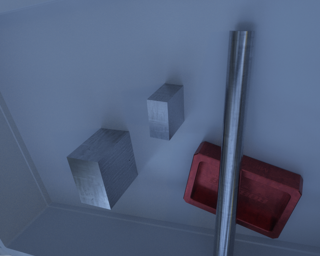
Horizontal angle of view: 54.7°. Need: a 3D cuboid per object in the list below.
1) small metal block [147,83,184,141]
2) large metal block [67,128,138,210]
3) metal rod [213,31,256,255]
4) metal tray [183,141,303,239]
[{"bbox_3d":[0.008,-0.020,0.374,0.025,0.050,0.050,10,123,23],"label":"small metal block"},{"bbox_3d":[-0.079,0.056,0.447,0.050,0.080,0.079,6,121,25],"label":"large metal block"},{"bbox_3d":[0.081,0.045,0.354,0.025,0.025,0.298,9,110,23],"label":"metal rod"},{"bbox_3d":[0.102,0.080,0.400,0.130,0.030,0.089,20,126,16],"label":"metal tray"}]
